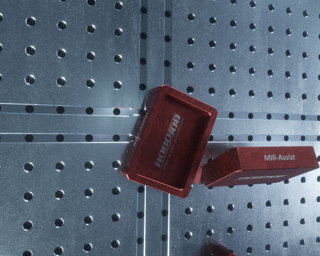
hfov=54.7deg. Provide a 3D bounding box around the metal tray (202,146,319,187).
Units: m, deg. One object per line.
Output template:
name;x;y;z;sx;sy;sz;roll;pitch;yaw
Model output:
metal tray;0.136;0.054;0.427;0.131;0.090;0.030;1;67;-21

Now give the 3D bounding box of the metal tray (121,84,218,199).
metal tray;0.014;0.018;0.416;0.091;0.030;0.130;24;82;-19

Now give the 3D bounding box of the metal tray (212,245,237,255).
metal tray;0.112;0.248;0.453;0.130;0.030;0.090;43;76;-15
